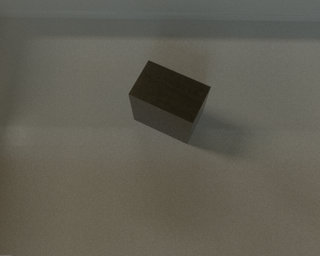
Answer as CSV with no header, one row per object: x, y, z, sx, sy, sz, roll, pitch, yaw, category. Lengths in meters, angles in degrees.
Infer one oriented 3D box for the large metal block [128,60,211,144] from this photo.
0.011,-0.029,0.391,0.080,0.080,0.050,25,72,9,large metal block
